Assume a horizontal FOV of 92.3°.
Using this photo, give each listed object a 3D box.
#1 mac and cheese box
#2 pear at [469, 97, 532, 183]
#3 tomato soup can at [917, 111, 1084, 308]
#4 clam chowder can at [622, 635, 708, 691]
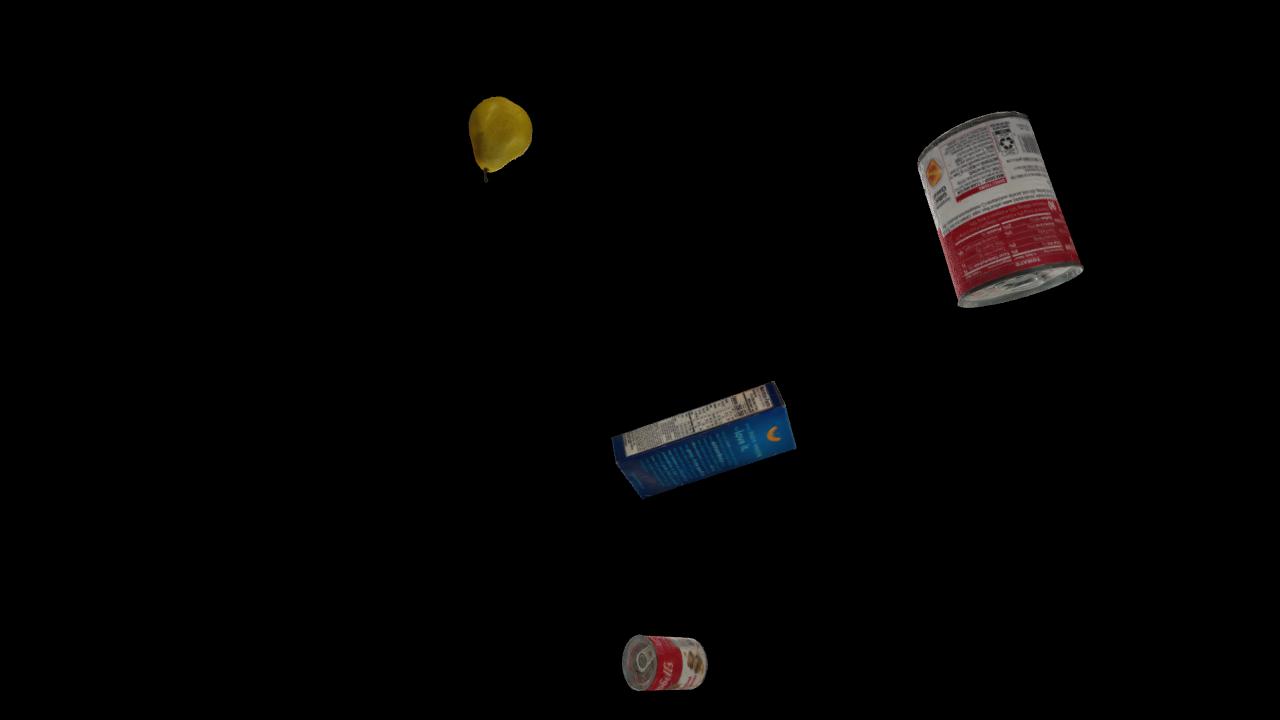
[{"bbox_3d":[0.070,0.090,0.667,0.184,0.041,0.093,-20,-42,7],"label":"mac and cheese box"},{"bbox_3d":[-0.187,-0.274,0.778,0.080,0.111,0.080,22,-19,8],"label":"pear"},{"bbox_3d":[0.219,-0.091,0.382,0.068,0.101,0.068,-10,-13,-2],"label":"tomato soup can"},{"bbox_3d":[0.035,0.415,0.843,0.102,0.068,0.068,22,-14,-37],"label":"clam chowder can"}]
